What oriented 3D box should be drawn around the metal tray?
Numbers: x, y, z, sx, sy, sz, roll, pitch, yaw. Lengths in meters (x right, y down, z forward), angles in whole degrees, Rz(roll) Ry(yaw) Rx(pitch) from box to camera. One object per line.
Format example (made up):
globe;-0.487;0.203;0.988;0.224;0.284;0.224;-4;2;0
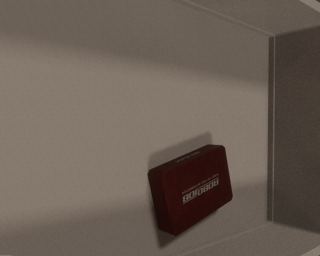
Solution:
metal tray;0.049;0.084;0.447;0.131;0.030;0.089;-18;102;-39
